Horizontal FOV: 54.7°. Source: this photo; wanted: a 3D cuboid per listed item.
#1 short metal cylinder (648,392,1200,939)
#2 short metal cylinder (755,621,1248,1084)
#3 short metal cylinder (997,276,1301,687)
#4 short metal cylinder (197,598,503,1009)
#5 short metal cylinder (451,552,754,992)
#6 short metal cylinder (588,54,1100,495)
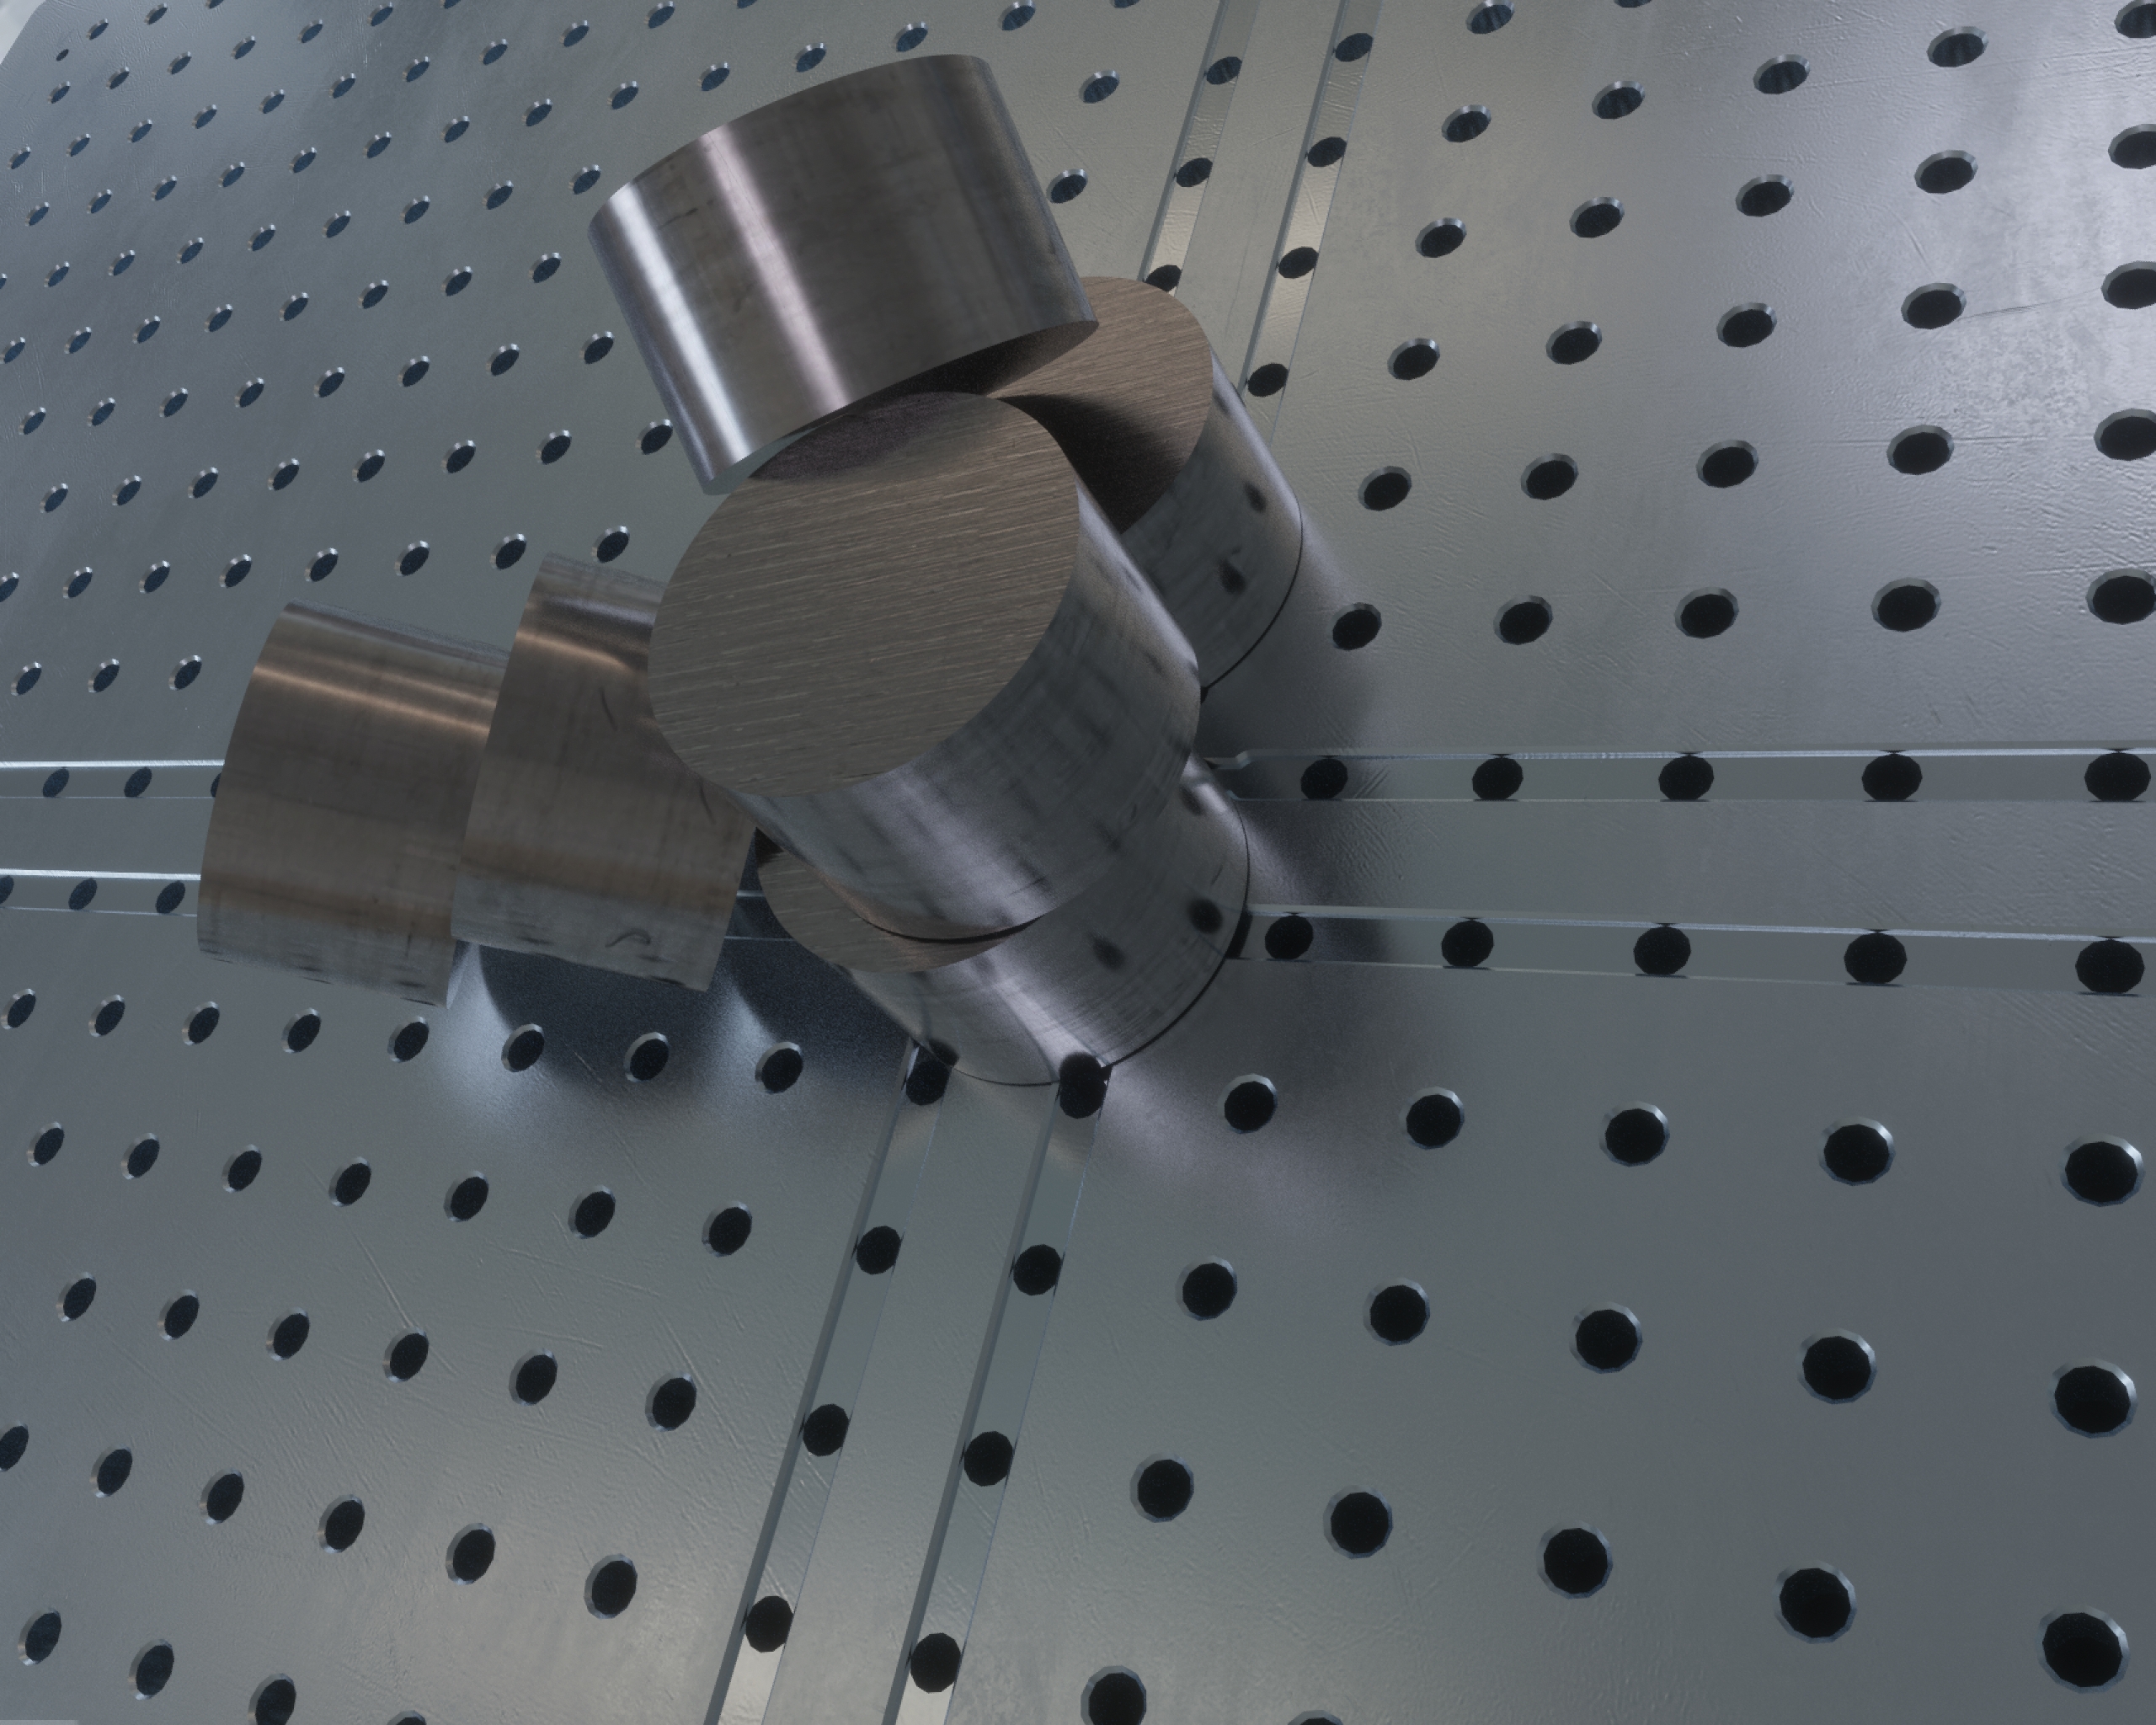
[{"bbox_3d":[-0.026,-0.034,0.360,0.080,0.050,0.080,-13,56,21],"label":"short metal cylinder"},{"bbox_3d":[-0.014,-0.004,0.401,0.080,0.050,0.080,-13,56,21],"label":"short metal cylinder"},{"bbox_3d":[0.000,-0.075,0.437,0.080,0.050,0.080,-13,56,21],"label":"short metal cylinder"},{"bbox_3d":[-0.152,-0.013,0.452,0.050,0.080,0.080,14,61,-12],"label":"short metal cylinder"},{"bbox_3d":[-0.091,-0.018,0.422,0.050,0.080,0.080,14,61,-12],"label":"short metal cylinder"},{"bbox_3d":[-0.043,-0.107,0.388,0.080,0.080,0.050,-22,97,15],"label":"short metal cylinder"}]
